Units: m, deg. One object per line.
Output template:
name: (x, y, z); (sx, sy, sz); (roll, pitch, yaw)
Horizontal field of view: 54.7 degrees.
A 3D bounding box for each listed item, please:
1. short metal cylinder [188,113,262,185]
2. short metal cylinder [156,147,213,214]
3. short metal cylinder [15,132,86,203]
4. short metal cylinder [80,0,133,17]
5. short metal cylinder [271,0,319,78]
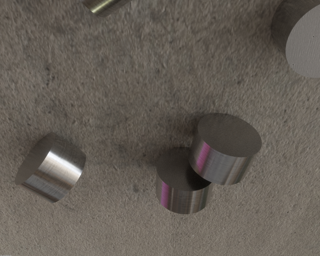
short metal cylinder: (0.081, 0.025, 0.394); (0.081, 0.080, 0.050); (8, 130, -7)
short metal cylinder: (0.035, 0.072, 0.433); (0.081, 0.080, 0.050); (1, 130, -2)
short metal cylinder: (-0.145, 0.052, 0.414); (0.080, 0.080, 0.050); (-34, 123, 25)
short metal cylinder: (-0.046, -0.140, 0.252); (0.050, 0.080, 0.080); (-25, 126, 19)
short metal cylinder: (0.159, -0.098, 0.310); (0.081, 0.050, 0.079); (0, 130, 0)
